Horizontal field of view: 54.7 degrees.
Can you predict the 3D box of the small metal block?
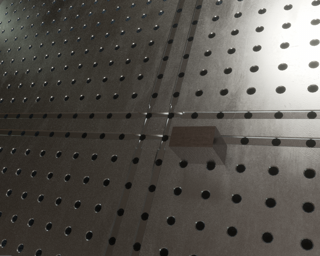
[{"bbox_3d":[0.045,0.021,0.355,0.050,0.050,0.025,-1,62,27],"label":"small metal block"}]
